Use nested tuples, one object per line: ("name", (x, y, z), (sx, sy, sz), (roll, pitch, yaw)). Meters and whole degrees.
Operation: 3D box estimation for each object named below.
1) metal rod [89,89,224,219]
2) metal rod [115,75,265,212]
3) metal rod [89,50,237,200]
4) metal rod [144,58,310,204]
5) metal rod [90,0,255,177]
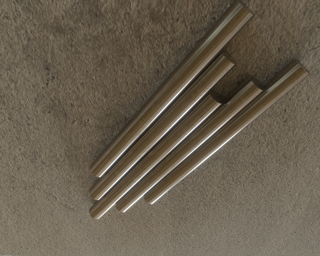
("metal rod", (-0.021, 0.053, 0.454), (0.025, 0.025, 0.299), (29, 124, -23))
("metal rod", (0.025, 0.038, 0.441), (0.025, 0.025, 0.299), (29, 124, -23))
("metal rod", (-0.013, 0.013, 0.419), (0.025, 0.025, 0.299), (29, 124, -23))
("metal rod", (0.072, 0.021, 0.427), (0.025, 0.025, 0.299), (29, 124, -23))
("metal rod", (-0.004, -0.029, 0.384), (0.025, 0.025, 0.299), (29, 124, -23))
